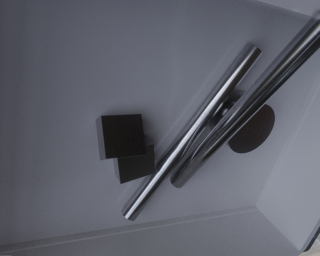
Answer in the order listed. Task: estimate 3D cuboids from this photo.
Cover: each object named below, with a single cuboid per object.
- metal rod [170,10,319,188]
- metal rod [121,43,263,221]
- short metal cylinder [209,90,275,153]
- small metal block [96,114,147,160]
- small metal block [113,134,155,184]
[{"bbox_3d":[0.089,-0.008,0.378,0.025,0.025,0.298,2,142,-30],"label":"metal rod"},{"bbox_3d":[0.040,0.012,0.439,0.025,0.025,0.299,29,102,-38],"label":"metal rod"},{"bbox_3d":[0.119,-0.010,0.454,0.081,0.050,0.079,-14,125,-21],"label":"short metal cylinder"},{"bbox_3d":[-0.047,0.011,0.374,0.050,0.025,0.050,-4,82,-27],"label":"small metal block"},{"bbox_3d":[-0.035,0.042,0.417,0.050,0.025,0.050,-15,125,-20],"label":"small metal block"}]
